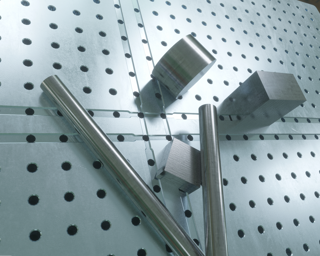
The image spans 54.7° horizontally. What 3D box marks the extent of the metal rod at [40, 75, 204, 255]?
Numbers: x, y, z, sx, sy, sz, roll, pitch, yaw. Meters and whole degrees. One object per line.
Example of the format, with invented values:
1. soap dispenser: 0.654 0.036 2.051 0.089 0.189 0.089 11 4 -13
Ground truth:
1. metal rod: -0.036 0.058 0.354 0.300 0.025 0.025 50 51 6

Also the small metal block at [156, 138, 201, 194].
1. small metal block: 0.028 0.048 0.396 0.050 0.025 0.050 28 52 -11

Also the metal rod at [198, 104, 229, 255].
1. metal rod: 0.062 0.100 0.349 0.025 0.025 0.300 15 55 -20

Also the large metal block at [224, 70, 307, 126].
1. large metal block: 0.165 -0.044 0.491 0.081 0.080 0.050 -1 63 -29

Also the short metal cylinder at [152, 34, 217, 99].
1. short metal cylinder: 0.035 -0.087 0.447 0.050 0.080 0.080 46 51 4
